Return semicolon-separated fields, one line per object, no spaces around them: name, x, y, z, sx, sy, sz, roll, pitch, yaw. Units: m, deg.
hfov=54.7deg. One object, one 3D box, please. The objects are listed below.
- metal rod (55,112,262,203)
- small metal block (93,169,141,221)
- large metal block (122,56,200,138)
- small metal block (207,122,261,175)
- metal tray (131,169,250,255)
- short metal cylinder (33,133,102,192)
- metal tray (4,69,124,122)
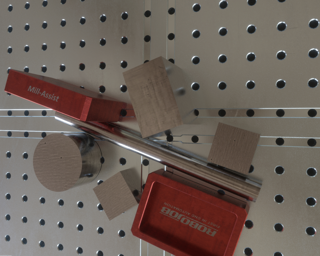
metal rod;-0.015;0.028;0.418;0.301;0.025;0.025;21;97;18
small metal block;-0.057;0.093;0.433;0.050;0.025;0.050;-34;79;16
large metal block;0.005;-0.034;0.383;0.050;0.080;0.080;-20;84;19
small metal block;0.091;0.024;0.380;0.050;0.025;0.050;18;96;19
metal tray;0.036;0.117;0.396;0.130;0.030;0.089;19;97;18
short metal cylinder;-0.132;0.047;0.445;0.080;0.050;0.080;0;90;20
metal tray;-0.128;-0.043;0.422;0.130;0.090;0.030;20;97;19
